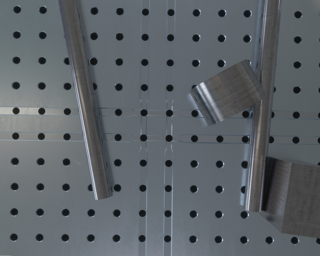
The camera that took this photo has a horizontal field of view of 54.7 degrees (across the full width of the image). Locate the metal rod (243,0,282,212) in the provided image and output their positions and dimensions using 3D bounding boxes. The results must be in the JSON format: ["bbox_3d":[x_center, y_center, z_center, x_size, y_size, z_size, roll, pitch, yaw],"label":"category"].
[{"bbox_3d":[0.138,-0.039,0.414,0.025,0.025,0.298,5,90,0],"label":"metal rod"}]

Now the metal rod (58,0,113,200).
[{"bbox_3d":[-0.102,-0.055,0.412,0.025,0.025,0.298,-10,90,0],"label":"metal rod"}]

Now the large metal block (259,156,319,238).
[{"bbox_3d":[0.167,0.082,0.387,0.050,0.080,0.080,9,90,0],"label":"large metal block"}]

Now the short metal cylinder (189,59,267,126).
[{"bbox_3d":[0.084,-0.043,0.387,0.080,0.080,0.050,-29,90,0],"label":"short metal cylinder"}]
